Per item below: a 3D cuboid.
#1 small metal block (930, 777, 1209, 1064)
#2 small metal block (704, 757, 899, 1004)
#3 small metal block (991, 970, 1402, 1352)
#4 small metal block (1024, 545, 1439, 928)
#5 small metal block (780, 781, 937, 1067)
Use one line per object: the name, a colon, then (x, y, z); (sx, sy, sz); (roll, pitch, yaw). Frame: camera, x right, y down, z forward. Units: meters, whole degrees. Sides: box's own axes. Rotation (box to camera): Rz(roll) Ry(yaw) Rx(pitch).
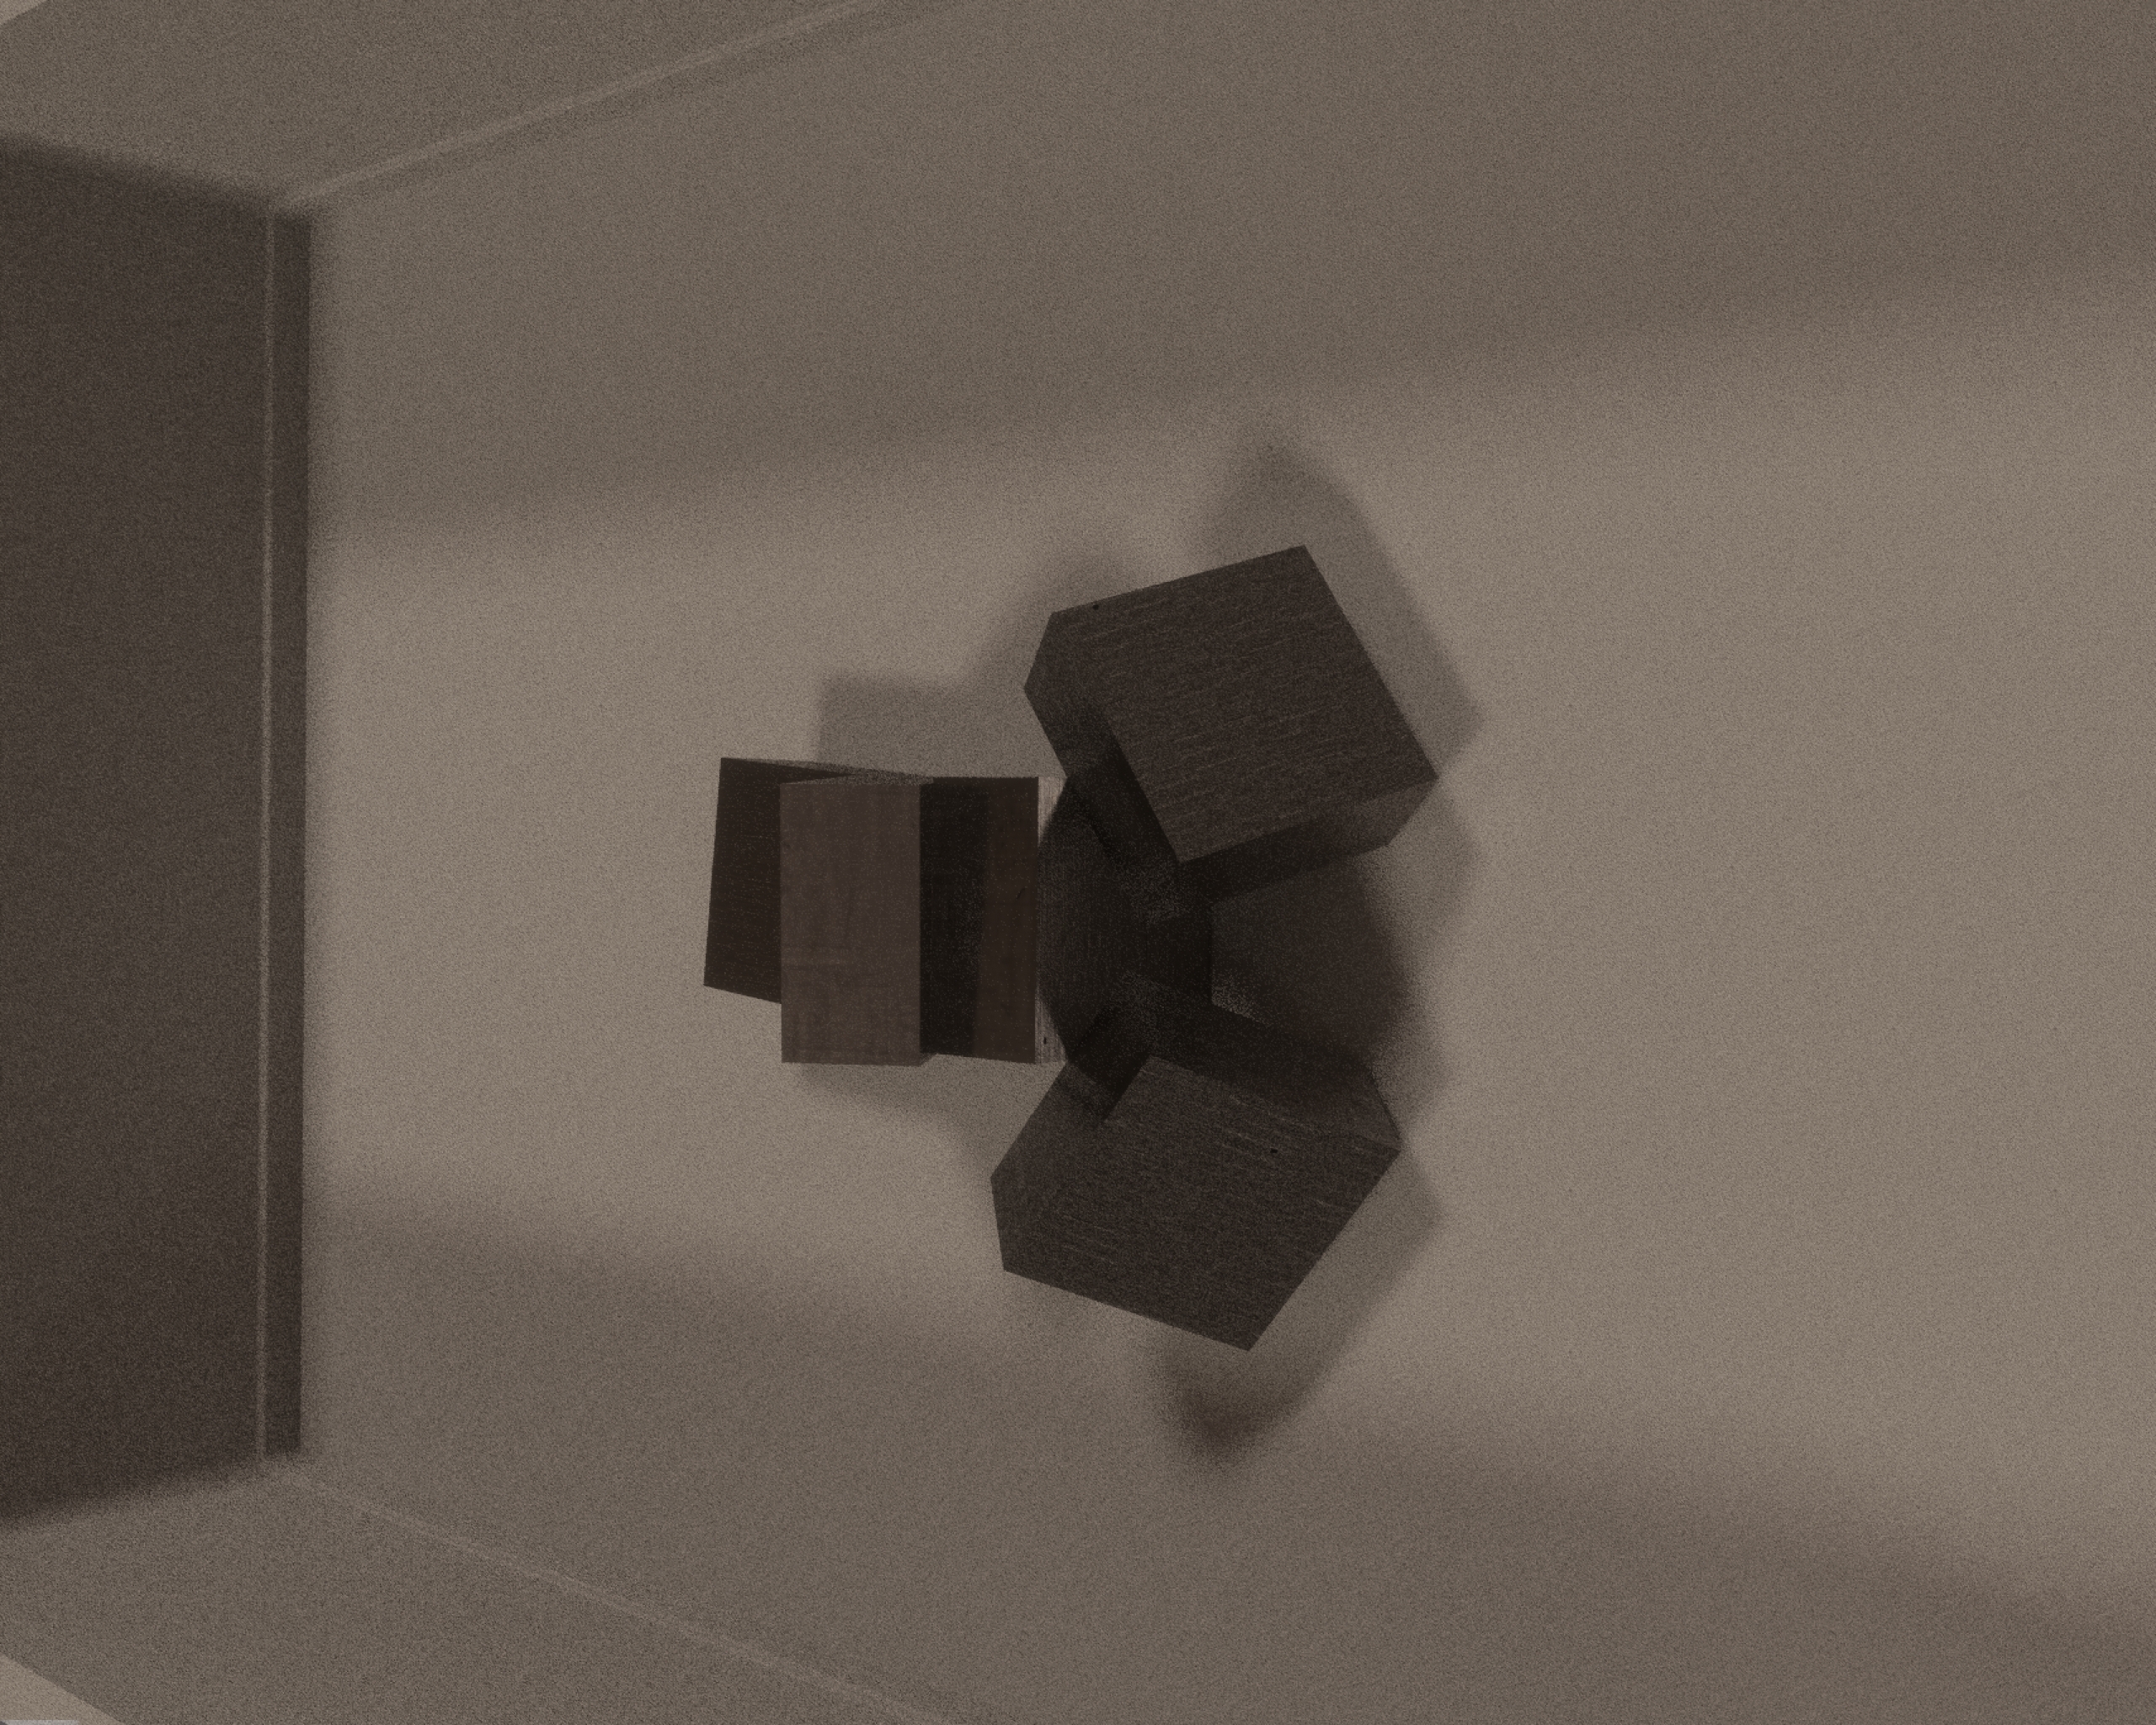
small metal block: (-0.001, 0.010, 0.387); (0.025, 0.050, 0.050); (1, 91, 40)
small metal block: (-0.052, 0.005, 0.444); (0.050, 0.025, 0.050); (9, 95, 39)
small metal block: (0.020, 0.053, 0.367); (0.050, 0.050, 0.025); (-58, 22, 23)
small metal block: (0.026, -0.023, 0.362); (0.050, 0.050, 0.025); (64, 157, 20)
small metal block: (-0.036, 0.009, 0.393); (0.025, 0.050, 0.050); (1, 94, 8)
